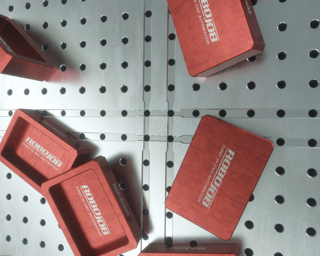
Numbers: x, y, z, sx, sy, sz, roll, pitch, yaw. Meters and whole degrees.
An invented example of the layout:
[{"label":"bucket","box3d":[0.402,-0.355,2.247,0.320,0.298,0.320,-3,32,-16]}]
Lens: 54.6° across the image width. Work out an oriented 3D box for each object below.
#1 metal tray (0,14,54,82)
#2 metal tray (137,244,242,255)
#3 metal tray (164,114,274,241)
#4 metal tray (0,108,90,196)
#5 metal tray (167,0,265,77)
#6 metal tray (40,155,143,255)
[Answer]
[{"label":"metal tray","box3d":[-0.232,-0.128,0.460,0.130,0.090,0.030,46,104,14]},{"label":"metal tray","box3d":[0.041,0.199,0.395,0.130,0.030,0.090,-8,88,19]},{"label":"metal tray","box3d":[0.072,0.059,0.385,0.090,0.030,0.129,25,98,18]},{"label":"metal tray","box3d":[-0.182,0.039,0.474,0.130,0.030,0.090,32,100,17]},{"label":"metal tray","box3d":[0.061,-0.137,0.372,0.090,0.030,0.129,-20,83,40]},{"label":"metal tray","box3d":[-0.092,0.114,0.424,0.090,0.030,0.130,-25,93,11]}]
